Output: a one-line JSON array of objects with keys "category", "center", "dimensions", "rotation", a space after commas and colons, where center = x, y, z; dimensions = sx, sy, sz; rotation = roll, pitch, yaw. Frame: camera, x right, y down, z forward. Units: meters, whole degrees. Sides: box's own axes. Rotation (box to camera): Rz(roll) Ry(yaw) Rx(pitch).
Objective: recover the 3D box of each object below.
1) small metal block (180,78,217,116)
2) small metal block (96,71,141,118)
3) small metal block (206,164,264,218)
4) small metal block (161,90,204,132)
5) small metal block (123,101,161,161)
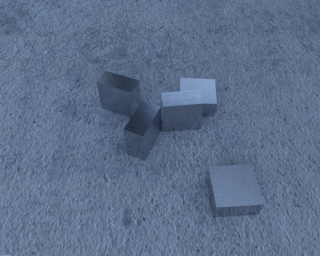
[{"category": "small metal block", "center": [0.053, -0.044, 0.441], "dimensions": [0.050, 0.025, 0.050], "rotation": [3, 50, 2]}, {"category": "small metal block", "center": [-0.055, -0.045, 0.425], "dimensions": [0.050, 0.050, 0.025], "rotation": [18, 53, 14]}, {"category": "small metal block", "center": [0.082, 0.069, 0.345], "dimensions": [0.050, 0.025, 0.050], "rotation": [-3, 50, -3]}, {"category": "small metal block", "center": [0.028, -0.022, 0.405], "dimensions": [0.050, 0.050, 0.025], "rotation": [-5, 50, -4]}, {"category": "small metal block", "center": [-0.020, 0.004, 0.384], "dimensions": [0.025, 0.050, 0.050], "rotation": [18, 52, 15]}]
